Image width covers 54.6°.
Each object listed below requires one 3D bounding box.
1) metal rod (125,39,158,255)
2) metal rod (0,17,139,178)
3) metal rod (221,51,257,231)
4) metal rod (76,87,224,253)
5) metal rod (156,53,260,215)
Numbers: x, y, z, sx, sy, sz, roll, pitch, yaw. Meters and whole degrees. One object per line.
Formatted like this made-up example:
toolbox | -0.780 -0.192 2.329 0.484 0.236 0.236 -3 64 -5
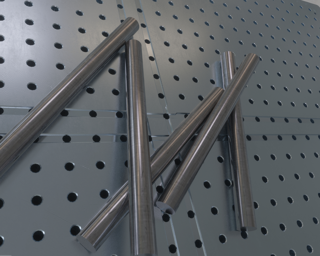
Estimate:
metal rod | -0.027 -0.002 0.371 0.025 0.025 0.300 11 50 -22
metal rod | -0.104 -0.060 0.388 0.025 0.025 0.301 35 51 -5
metal rod | 0.114 0.000 0.468 0.025 0.025 0.300 15 55 -20
metal rod | 0.011 0.029 0.395 0.025 0.025 0.301 43 51 2
metal rod | 0.080 -0.011 0.436 0.025 0.025 0.301 38 57 -3
